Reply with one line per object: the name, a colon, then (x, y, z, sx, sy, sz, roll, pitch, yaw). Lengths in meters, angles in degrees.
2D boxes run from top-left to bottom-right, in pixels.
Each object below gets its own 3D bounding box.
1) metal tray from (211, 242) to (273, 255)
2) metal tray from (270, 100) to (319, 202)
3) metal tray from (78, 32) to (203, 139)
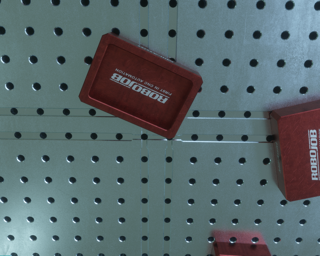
metal tray: (0.125, 0.249, 0.503, 0.090, 0.030, 0.129, 4, 110, -2)
metal tray: (0.207, 0.031, 0.424, 0.090, 0.030, 0.129, -13, 110, 4)
metal tray: (-0.024, -0.052, 0.391, 0.131, 0.030, 0.090, 23, 108, -9)
